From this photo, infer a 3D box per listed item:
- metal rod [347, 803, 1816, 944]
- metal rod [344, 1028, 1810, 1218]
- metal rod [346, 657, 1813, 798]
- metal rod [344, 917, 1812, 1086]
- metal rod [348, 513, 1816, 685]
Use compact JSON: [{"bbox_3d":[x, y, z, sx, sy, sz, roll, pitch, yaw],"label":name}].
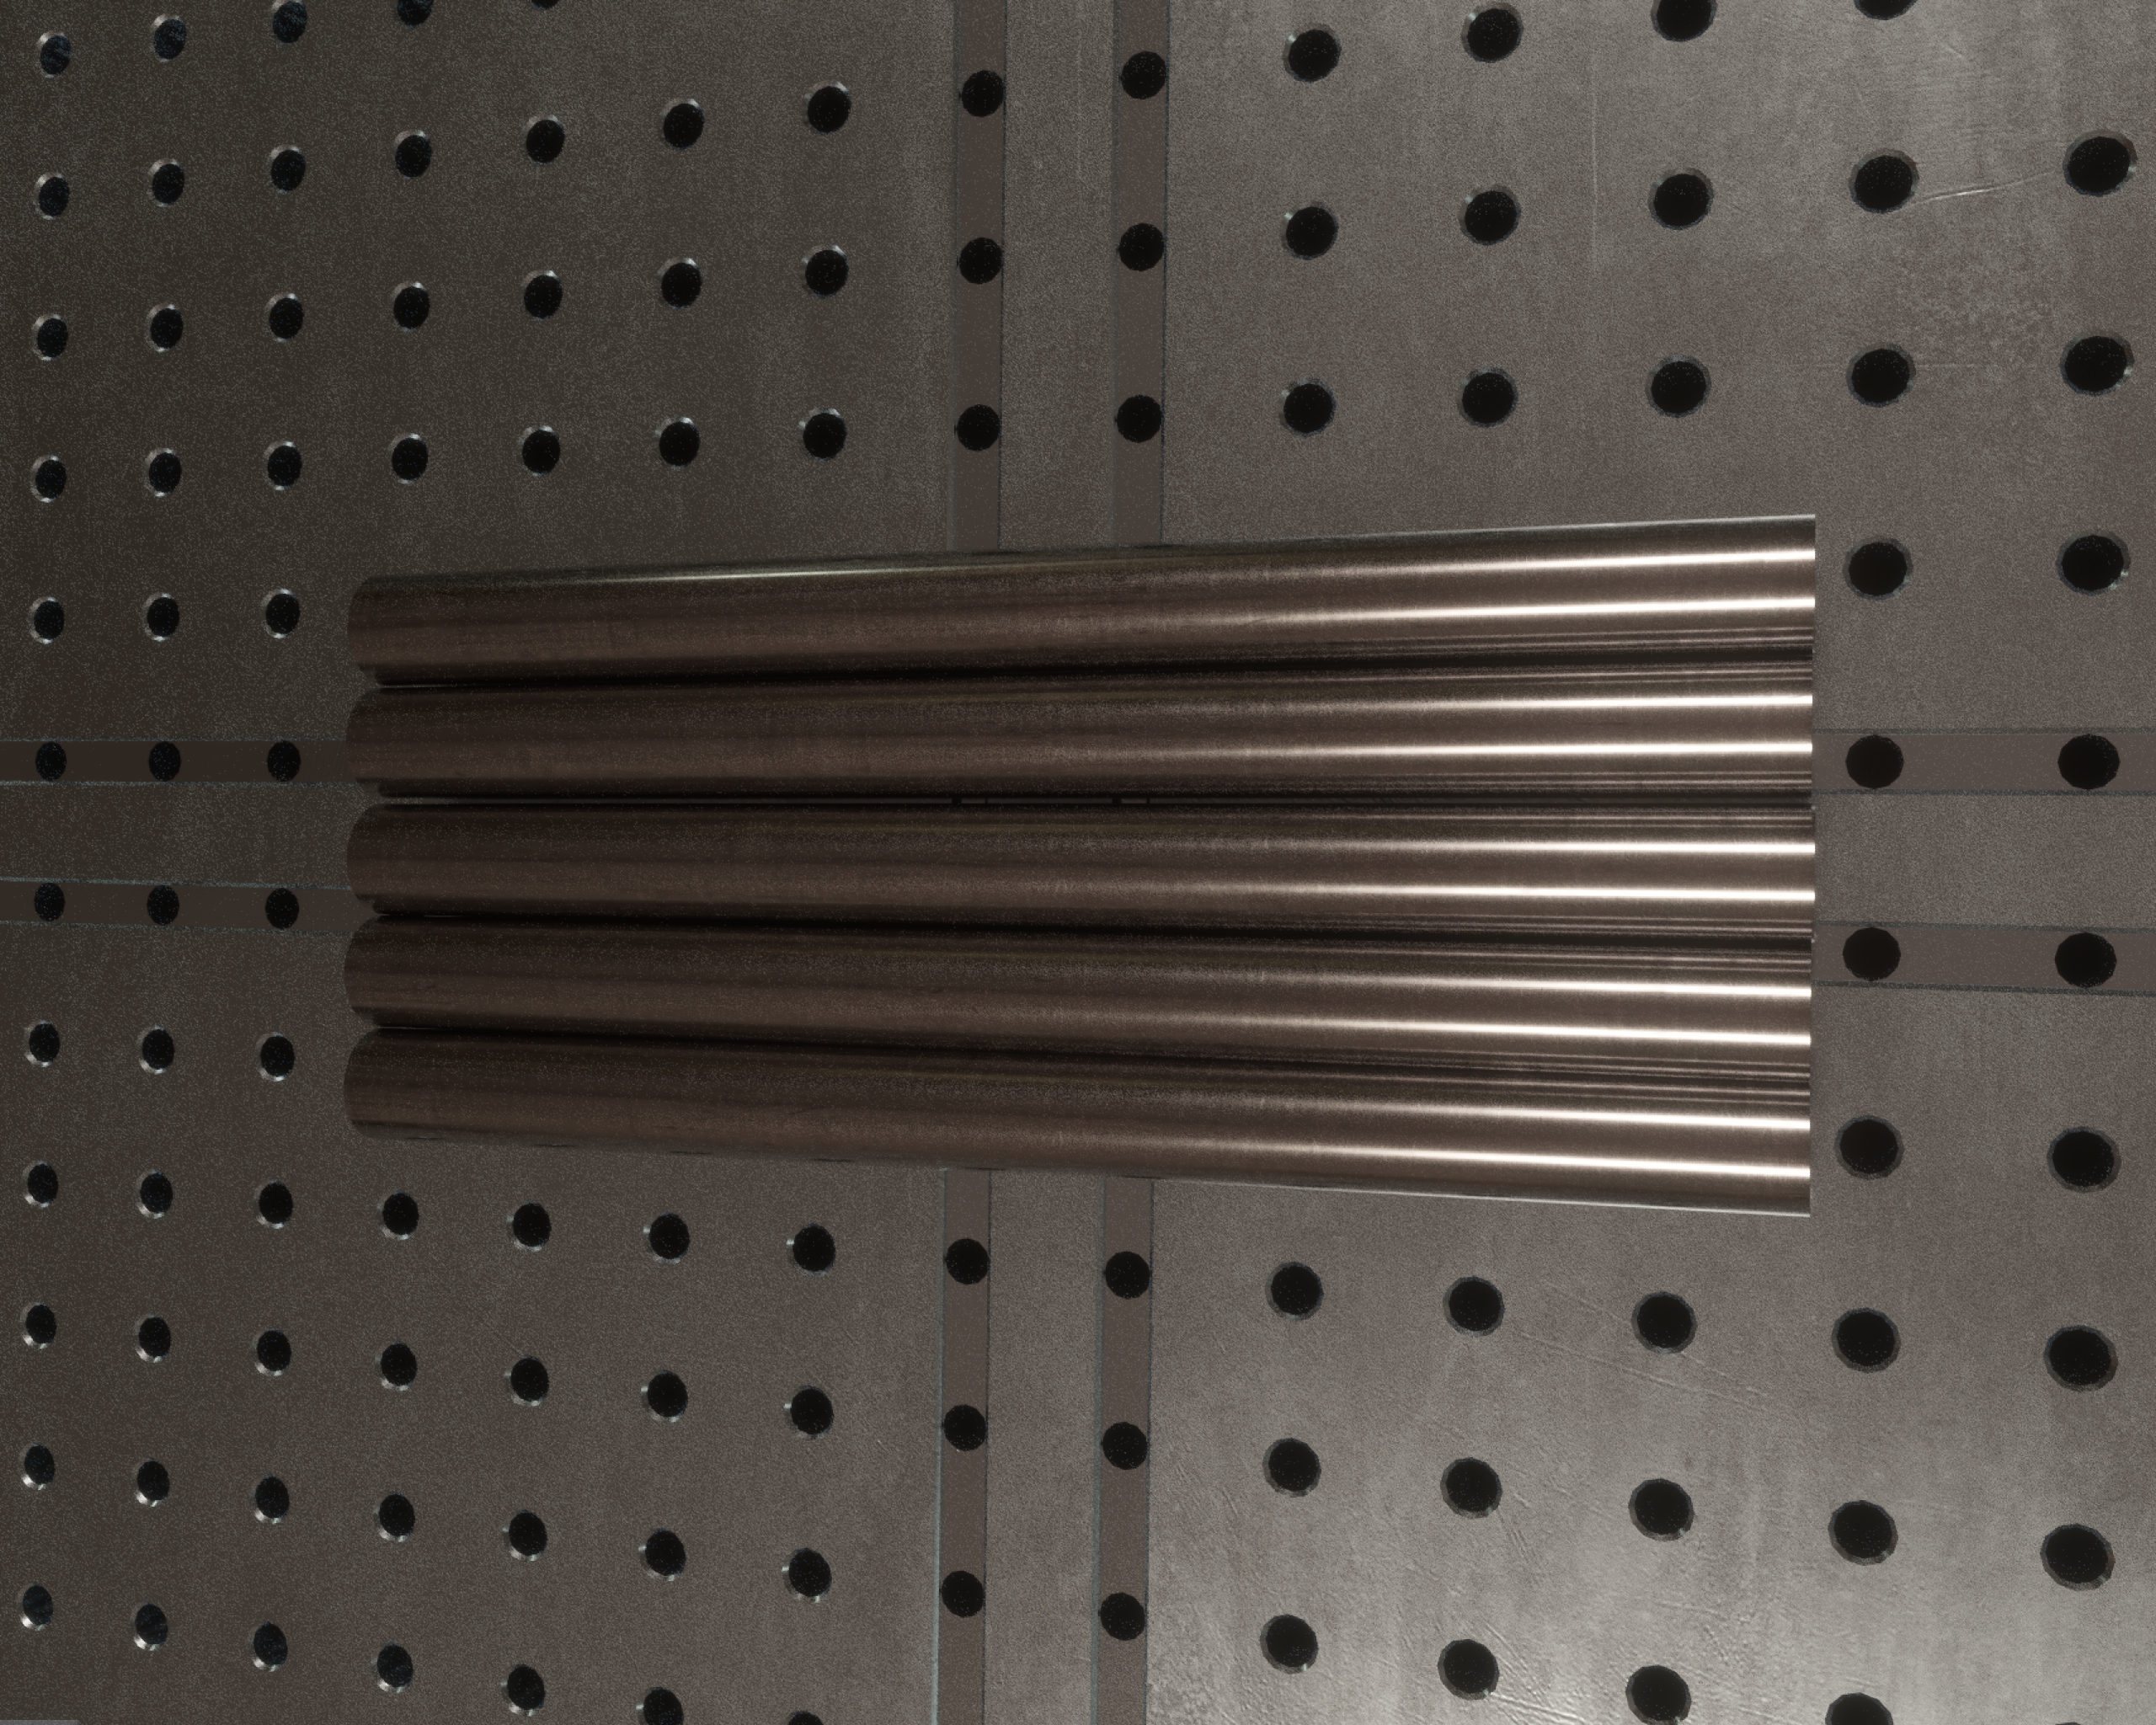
[{"bbox_3d":[-0.013,0.001,0.416,0.301,0.025,0.025,1,90,19],"label":"metal rod"},{"bbox_3d":[-0.013,0.050,0.416,0.301,0.025,0.025,0,90,19],"label":"metal rod"},{"bbox_3d":[-0.013,-0.025,0.416,0.301,0.025,0.025,1,90,19],"label":"metal rod"},{"bbox_3d":[-0.013,0.026,0.416,0.301,0.025,0.025,1,90,19],"label":"metal rod"},{"bbox_3d":[-0.012,-0.050,0.416,0.301,0.025,0.025,1,90,19],"label":"metal rod"}]
